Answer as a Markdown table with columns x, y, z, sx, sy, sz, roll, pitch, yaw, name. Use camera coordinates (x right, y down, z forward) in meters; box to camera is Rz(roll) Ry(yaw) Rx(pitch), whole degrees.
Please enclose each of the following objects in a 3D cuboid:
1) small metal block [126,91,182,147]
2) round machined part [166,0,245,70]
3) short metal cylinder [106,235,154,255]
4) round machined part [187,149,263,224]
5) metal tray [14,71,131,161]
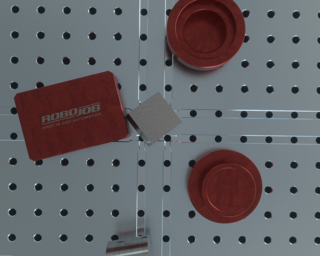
| x | y | z | sx | sy | sz | roll | pitch | yaw | name |
| --- | --- | --- | --- | --- | --- | --- | --- | --- | --- |
| -0.008 | -0.011 | 0.407 | 0.050 | 0.025 | 0.050 | -37 | 91 | -17 | small metal block |
| 0.057 | -0.124 | 0.406 | 0.099 | 0.042 | 0.097 | 0 | 90 | -1 | round machined part |
| -0.034 | 0.179 | 0.386 | 0.050 | 0.080 | 0.080 | -9 | 90 | 0 | short metal cylinder |
| 0.086 | 0.077 | 0.406 | 0.099 | 0.042 | 0.097 | 0 | 90 | -1 | round machined part |
| -0.113 | -0.016 | 0.409 | 0.131 | 0.030 | 0.089 | -14 | 90 | -1 | metal tray |
